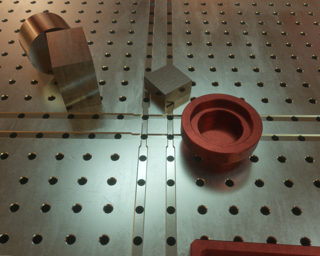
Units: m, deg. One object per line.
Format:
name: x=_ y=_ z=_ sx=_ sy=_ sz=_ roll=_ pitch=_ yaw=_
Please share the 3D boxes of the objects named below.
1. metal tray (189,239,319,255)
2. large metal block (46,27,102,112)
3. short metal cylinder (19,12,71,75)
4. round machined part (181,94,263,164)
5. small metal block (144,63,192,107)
metal tray: x=0.092 y=0.152 z=0.276 sx=0.131 sy=0.030 sz=0.090 roll=3 pitch=50 yaw=2
large metal block: x=-0.122 y=-0.084 z=0.441 sx=0.050 sy=0.080 sz=0.080 roll=-15 pitch=52 yaw=-12
short metal cylinder: x=-0.169 y=-0.130 z=0.480 sx=0.081 sy=0.080 sz=0.050 roll=-26 pitch=55 yaw=-20
round machined part: x=0.075 y=0.005 z=0.393 sx=0.099 sy=0.042 sz=0.098 roll=0 pitch=50 yaw=0
small metal block: x=0.012 y=-0.065 z=0.462 sx=0.050 sy=0.025 sz=0.050 roll=-31 pitch=57 yaw=-23
